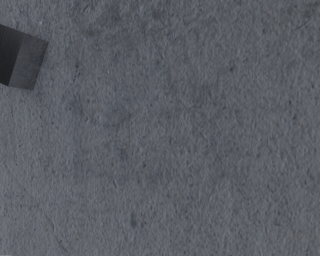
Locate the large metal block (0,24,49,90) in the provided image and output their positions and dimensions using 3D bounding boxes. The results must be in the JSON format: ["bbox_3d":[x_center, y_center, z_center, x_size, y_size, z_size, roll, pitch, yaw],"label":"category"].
[{"bbox_3d":[-0.231,-0.111,0.475,0.080,0.050,0.080,23,97,18],"label":"large metal block"}]
